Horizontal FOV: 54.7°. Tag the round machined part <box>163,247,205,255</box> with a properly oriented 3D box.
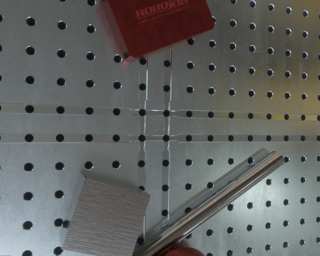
[{"bbox_3d":[0.023,0.203,0.408,0.099,0.042,0.097,-5,101,-24],"label":"round machined part"}]

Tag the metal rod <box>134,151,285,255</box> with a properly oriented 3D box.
[{"bbox_3d":[0.060,0.119,0.436,0.302,0.025,0.025,-31,101,-18],"label":"metal rod"}]

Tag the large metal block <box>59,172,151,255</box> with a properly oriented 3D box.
[{"bbox_3d":[-0.067,0.106,0.375,0.081,0.050,0.080,19,84,-19],"label":"large metal block"}]

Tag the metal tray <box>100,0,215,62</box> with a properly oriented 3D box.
[{"bbox_3d":[-0.001,-0.152,0.410,0.131,0.030,0.090,-25,99,-19],"label":"metal tray"}]
